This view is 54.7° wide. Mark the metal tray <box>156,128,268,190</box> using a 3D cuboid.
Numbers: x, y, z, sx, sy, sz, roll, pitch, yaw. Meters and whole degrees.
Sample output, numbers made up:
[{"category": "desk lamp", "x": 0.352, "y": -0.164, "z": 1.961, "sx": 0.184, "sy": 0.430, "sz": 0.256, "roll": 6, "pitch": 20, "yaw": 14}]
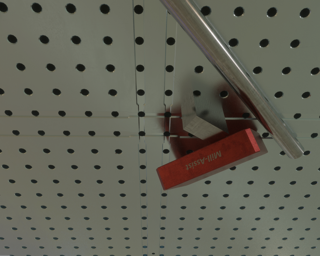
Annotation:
[{"category": "metal tray", "x": 0.071, "y": 0.043, "z": 0.414, "sx": 0.130, "sy": 0.030, "sz": 0.090, "roll": -26, "pitch": 164, "yaw": 20}]

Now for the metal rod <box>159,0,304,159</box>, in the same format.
[{"category": "metal rod", "x": 0.097, "y": -0.053, "z": 0.368, "sx": 0.025, "sy": 0.025, "sz": 0.300, "roll": -33, "pitch": 123, "yaw": 24}]

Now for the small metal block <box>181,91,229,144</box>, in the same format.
[{"category": "small metal block", "x": 0.055, "y": -0.012, "z": 0.386, "sx": 0.050, "sy": 0.050, "sz": 0.025, "roll": 28, "pitch": 125, "yaw": -22}]
